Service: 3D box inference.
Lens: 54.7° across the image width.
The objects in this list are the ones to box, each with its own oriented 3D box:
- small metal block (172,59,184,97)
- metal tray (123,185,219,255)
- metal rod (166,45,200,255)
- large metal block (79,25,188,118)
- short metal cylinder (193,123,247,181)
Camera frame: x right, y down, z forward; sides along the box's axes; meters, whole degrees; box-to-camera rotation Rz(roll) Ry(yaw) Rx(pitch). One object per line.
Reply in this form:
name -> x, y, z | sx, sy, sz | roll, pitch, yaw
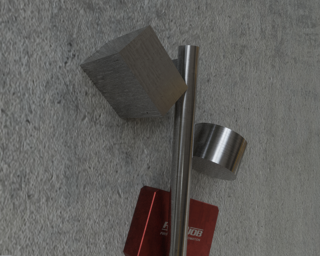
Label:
small metal block -> 0.015, -0.060, 0.403 | 0.025, 0.050, 0.050 | 0, 90, -40
metal tray -> 0.021, 0.138, 0.422 | 0.131, 0.030, 0.090 | 25, 74, -37
metal rod -> 0.026, 0.054, 0.373 | 0.025, 0.025, 0.298 | -1, 96, -40
large metal block -> -0.029, -0.058, 0.346 | 0.050, 0.080, 0.080 | -50, 120, -28
short metal cylinder -> 0.076, 0.034, 0.435 | 0.080, 0.080, 0.050 | 37, 67, -34
